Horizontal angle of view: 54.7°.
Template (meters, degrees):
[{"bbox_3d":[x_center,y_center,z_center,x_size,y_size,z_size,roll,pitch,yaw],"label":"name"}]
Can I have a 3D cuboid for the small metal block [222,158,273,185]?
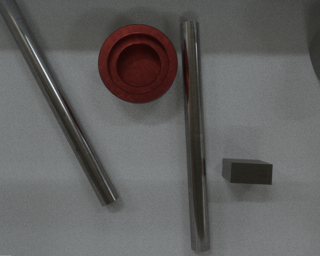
[{"bbox_3d":[0.111,0.055,0.400,0.050,0.050,0.025,3,90,-1],"label":"small metal block"}]

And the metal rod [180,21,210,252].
[{"bbox_3d":[0.047,0.011,0.412,0.025,0.025,0.298,-3,90,-1],"label":"metal rod"}]

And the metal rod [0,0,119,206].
[{"bbox_3d":[-0.135,-0.035,0.409,0.025,0.025,0.299,-28,90,0],"label":"metal rod"}]

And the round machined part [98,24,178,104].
[{"bbox_3d":[-0.027,-0.080,0.403,0.099,0.042,0.097,0,90,-1],"label":"round machined part"}]

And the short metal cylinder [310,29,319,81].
[{"bbox_3d":[0.235,-0.092,0.387,0.050,0.080,0.080,-18,90,0],"label":"short metal cylinder"}]
